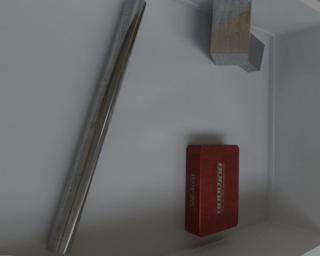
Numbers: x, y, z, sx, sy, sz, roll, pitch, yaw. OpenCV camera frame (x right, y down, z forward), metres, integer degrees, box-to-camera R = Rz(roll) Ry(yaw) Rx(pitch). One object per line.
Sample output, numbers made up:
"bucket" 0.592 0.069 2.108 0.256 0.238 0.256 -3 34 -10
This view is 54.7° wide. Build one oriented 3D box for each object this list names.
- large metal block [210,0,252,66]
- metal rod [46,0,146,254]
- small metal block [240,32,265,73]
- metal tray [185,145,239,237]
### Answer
"large metal block" 0.107 -0.140 0.457 0.080 0.050 0.079 2 92 -74
"metal rod" -0.067 -0.015 0.351 0.025 0.025 0.299 25 74 -38
"small metal block" 0.154 -0.131 0.538 0.050 0.025 0.050 23 75 -38
"metal tray" 0.082 0.091 0.475 0.091 0.030 0.129 2 89 -40
